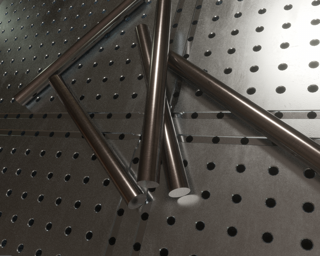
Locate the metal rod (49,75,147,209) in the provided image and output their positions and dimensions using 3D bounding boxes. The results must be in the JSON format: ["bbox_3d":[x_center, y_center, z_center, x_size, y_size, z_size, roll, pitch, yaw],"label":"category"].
[{"bbox_3d":[-0.106,0.001,0.460,0.025,0.025,0.300,-42,51,-1],"label":"metal rod"}]

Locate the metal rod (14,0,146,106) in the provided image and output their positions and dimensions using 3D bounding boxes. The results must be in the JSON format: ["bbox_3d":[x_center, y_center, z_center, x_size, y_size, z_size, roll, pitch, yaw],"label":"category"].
[{"bbox_3d":[-0.147,-0.149,0.574,0.300,0.025,0.025,-41,51,-1],"label":"metal rod"}]

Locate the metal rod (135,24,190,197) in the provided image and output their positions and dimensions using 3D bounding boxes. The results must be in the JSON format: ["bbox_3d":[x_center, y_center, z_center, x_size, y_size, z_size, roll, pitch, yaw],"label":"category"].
[{"bbox_3d":[-0.004,-0.046,0.437,0.025,0.025,0.299,-23,53,14],"label":"metal rod"}]

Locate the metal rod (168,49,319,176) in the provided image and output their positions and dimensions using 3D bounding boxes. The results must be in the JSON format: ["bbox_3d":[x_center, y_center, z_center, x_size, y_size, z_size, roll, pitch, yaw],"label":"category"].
[{"bbox_3d":[0.089,-0.033,0.381,0.025,0.025,0.300,-44,51,-3],"label":"metal rod"}]

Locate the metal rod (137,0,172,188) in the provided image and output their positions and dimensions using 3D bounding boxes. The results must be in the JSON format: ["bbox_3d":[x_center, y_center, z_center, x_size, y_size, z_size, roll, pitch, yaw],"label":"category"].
[{"bbox_3d":[-0.003,-0.067,0.416,0.025,0.025,0.299,-9,57,23],"label":"metal rod"}]
